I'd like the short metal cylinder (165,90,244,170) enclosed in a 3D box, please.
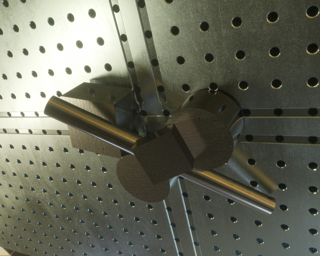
[{"bbox_3d":[0.052,0.002,0.364,0.080,0.050,0.079,13,124,21],"label":"short metal cylinder"}]

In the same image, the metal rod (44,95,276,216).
[{"bbox_3d":[0.005,0.037,0.381,0.301,0.025,0.025,25,129,-6],"label":"metal rod"}]

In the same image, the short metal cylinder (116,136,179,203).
[{"bbox_3d":[-0.013,0.056,0.432,0.080,0.050,0.079,13,124,21],"label":"short metal cylinder"}]

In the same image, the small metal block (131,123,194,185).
[{"bbox_3d":[0.004,0.030,0.349,0.050,0.025,0.050,-25,105,18],"label":"small metal block"}]

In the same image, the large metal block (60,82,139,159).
[{"bbox_3d":[-0.079,-0.012,0.422,0.080,0.050,0.079,10,123,22],"label":"large metal block"}]
